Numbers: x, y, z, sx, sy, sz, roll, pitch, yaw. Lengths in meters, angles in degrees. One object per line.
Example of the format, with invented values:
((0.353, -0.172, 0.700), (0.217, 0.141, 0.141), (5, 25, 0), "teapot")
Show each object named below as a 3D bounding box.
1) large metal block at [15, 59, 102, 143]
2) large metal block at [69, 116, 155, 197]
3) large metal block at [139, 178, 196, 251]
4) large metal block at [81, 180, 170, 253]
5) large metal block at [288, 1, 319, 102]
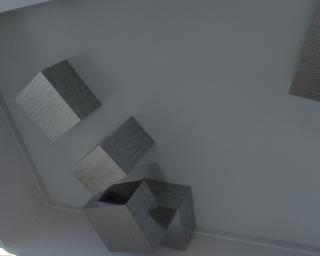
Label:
((-0.145, -0.037, 0.444), (0.080, 0.050, 0.080), (-30, 102, 37), "large metal block")
((-0.065, 0.039, 0.430), (0.050, 0.080, 0.080), (49, 128, -7), "large metal block")
((0.005, 0.129, 0.468), (0.080, 0.050, 0.079), (5, 121, 25), "large metal block")
((-0.046, 0.123, 0.427), (0.080, 0.050, 0.080), (-15, 111, 34), "large metal block")
((0.164, -0.063, 0.258), (0.080, 0.050, 0.079), (18, 137, 17), "large metal block")
